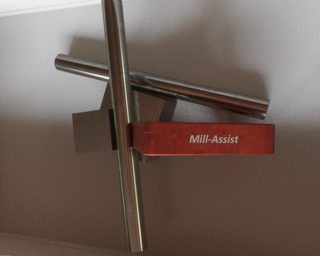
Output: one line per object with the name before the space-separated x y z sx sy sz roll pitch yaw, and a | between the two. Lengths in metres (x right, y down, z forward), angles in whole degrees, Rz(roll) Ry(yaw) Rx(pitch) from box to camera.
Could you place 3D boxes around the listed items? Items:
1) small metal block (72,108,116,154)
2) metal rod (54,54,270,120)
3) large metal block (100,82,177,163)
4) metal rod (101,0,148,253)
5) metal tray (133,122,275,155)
small metal block | -0.078 0.004 0.382 0.050 0.025 0.050 -7 87 19
metal rod | -0.011 -0.060 0.413 0.301 0.025 0.025 16 95 18
large metal block | -0.034 -0.008 0.407 0.080 0.050 0.080 19 96 18
metal rod | -0.043 -0.006 0.370 0.025 0.025 0.298 -7 88 19
metal tray | 0.041 0.009 0.331 0.131 0.090 0.030 1 91 -12
